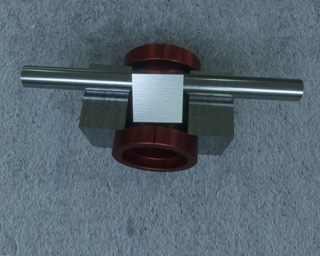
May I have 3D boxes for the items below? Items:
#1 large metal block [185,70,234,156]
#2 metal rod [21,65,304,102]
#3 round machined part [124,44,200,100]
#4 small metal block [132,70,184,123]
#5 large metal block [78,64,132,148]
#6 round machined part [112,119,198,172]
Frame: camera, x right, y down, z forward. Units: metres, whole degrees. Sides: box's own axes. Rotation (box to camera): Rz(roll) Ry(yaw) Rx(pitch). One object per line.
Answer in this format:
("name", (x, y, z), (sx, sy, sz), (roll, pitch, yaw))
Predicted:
("large metal block", (0.058, -0.015, 0.386), (0.050, 0.080, 0.080), (4, 70, 1))
("metal rod", (0.002, -0.049, 0.342), (0.302, 0.025, 0.025), (3, 70, 1))
("round machined part", (0.002, -0.061, 0.393), (0.099, 0.098, 0.042), (4, 71, 1))
("small metal block", (-0.002, -0.033, 0.322), (0.050, 0.025, 0.050), (1, 111, 2))
("large metal block", (-0.061, -0.023, 0.388), (0.050, 0.080, 0.080), (4, 70, 1))
("round machined part", (-0.005, 0.017, 0.364), (0.099, 0.098, 0.042), (4, 65, 1))
